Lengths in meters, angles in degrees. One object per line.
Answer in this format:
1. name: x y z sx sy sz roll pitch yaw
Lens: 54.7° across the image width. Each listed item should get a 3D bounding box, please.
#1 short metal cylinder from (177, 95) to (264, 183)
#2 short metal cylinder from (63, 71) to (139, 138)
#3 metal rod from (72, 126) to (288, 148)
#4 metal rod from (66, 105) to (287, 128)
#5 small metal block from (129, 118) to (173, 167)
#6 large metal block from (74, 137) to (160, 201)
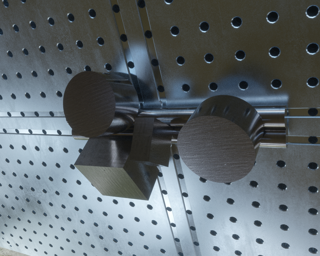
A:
1. short metal cylinder: 0.065 0.011 0.331 0.080 0.050 0.079 13 124 21
2. short metal cylinder: -0.074 -0.030 0.393 0.080 0.050 0.079 3 96 27
3. metal rod: 0.006 0.008 0.409 0.300 0.025 0.025 1 119 27
4. metal rod: 0.000 -0.014 0.398 0.300 0.025 0.025 1 119 27
5. small metal block: -0.009 0.018 0.370 0.025 0.050 0.050 1 77 28
6. large metal block: -0.058 0.057 0.439 0.080 0.050 0.080 -1 138 28
